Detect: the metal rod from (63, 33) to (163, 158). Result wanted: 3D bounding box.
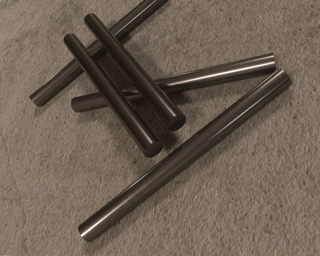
[{"bbox_3d":[-0.082,-0.065,0.451,0.025,0.025,0.300,-40,51,1],"label":"metal rod"}]

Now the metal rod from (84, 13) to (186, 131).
[{"bbox_3d":[-0.051,-0.099,0.456,0.025,0.025,0.300,-39,51,2],"label":"metal rod"}]

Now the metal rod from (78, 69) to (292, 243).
[{"bbox_3d":[0.028,0.033,0.367,0.300,0.025,0.025,-38,51,1],"label":"metal rod"}]

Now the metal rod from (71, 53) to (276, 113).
[{"bbox_3d":[0.004,-0.058,0.436,0.301,0.025,0.025,-9,58,23],"label":"metal rod"}]

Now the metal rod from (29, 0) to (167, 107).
[{"bbox_3d":[-0.106,-0.143,0.544,0.300,0.025,0.025,-40,51,0],"label":"metal rod"}]
